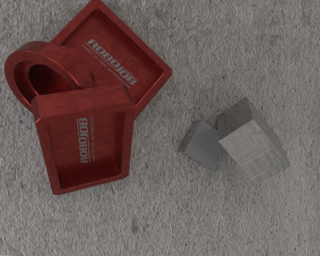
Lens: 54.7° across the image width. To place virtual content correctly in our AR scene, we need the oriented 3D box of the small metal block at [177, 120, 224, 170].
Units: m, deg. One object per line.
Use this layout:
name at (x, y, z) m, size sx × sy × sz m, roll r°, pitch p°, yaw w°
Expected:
small metal block at (0.060, 0.024, 0.431) m, size 0.050 × 0.025 × 0.050 m, roll 33°, pitch 79°, yaw -17°

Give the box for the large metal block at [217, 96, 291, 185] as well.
large metal block at (0.123, 0.015, 0.418) m, size 0.050 × 0.080 × 0.080 m, roll -36°, pitch 105°, yaw 22°

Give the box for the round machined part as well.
round machined part at (-0.111, -0.050, 0.337) m, size 0.098 × 0.098 × 0.042 m, roll 42°, pitch 46°, yaw -16°

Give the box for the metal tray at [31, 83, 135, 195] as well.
metal tray at (-0.078, 0.017, 0.332) m, size 0.091 × 0.129 × 0.030 m, roll -12°, pitch 51°, yaw -20°

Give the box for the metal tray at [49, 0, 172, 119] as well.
metal tray at (-0.060, -0.080, 0.383) m, size 0.130 × 0.030 × 0.090 m, roll 42°, pitch 77°, yaw -15°
